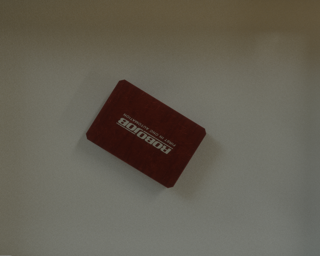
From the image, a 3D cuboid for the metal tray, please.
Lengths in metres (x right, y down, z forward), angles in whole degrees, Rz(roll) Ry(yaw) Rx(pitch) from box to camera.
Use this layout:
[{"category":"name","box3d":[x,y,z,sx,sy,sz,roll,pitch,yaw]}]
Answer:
[{"category":"metal tray","box3d":[-0.018,0.007,0.409,0.130,0.030,0.090,32,90,-1]}]
